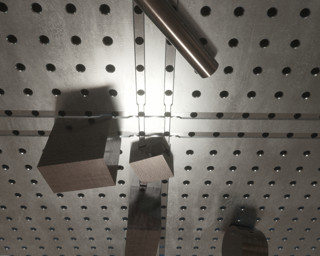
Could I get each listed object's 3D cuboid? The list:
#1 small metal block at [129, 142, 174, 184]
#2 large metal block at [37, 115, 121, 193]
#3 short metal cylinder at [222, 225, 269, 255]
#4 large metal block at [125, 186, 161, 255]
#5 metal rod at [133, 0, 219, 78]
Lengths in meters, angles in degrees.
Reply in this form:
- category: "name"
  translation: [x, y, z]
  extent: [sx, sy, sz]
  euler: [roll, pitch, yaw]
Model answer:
- category: "small metal block"
  translation: [-0.012, 0.053, 0.457]
  extent: [0.050, 0.025, 0.050]
  euler: [-16, 129, 13]
- category: "large metal block"
  translation: [-0.099, 0.033, 0.402]
  extent: [0.080, 0.080, 0.050]
  euler: [-8, 130, 6]
- category: "short metal cylinder"
  translation: [0.154, 0.224, 0.569]
  extent: [0.050, 0.080, 0.079]
  euler: [13, 129, -11]
- category: "large metal block"
  translation: [-0.028, 0.153, 0.506]
  extent: [0.050, 0.080, 0.079]
  euler: [5, 130, -5]
- category: "metal rod"
  translation: [-0.040, -0.153, 0.280]
  extent: [0.025, 0.025, 0.300]
  euler: [-33, 123, 24]
